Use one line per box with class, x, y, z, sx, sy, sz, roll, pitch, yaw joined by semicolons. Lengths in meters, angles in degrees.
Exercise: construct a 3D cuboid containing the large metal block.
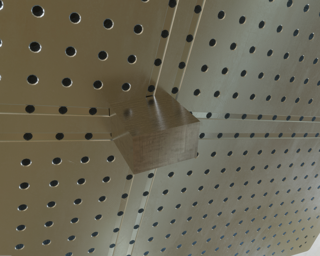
large metal block;-0.009;0.003;0.374;0.081;0.080;0.050;-13;124;-22
